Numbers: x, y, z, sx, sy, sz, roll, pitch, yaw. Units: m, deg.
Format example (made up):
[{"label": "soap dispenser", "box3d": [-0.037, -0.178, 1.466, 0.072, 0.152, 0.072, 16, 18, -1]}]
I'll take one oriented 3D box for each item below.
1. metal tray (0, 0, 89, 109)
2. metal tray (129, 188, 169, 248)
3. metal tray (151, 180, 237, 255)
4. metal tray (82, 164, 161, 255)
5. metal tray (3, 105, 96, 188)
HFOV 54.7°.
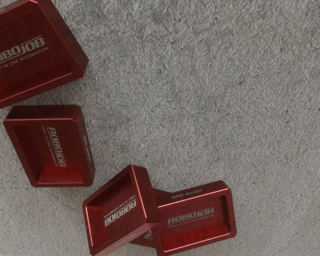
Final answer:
[{"label": "metal tray", "box3d": [-0.157, -0.078, 0.335, 0.130, 0.030, 0.090, -18, 128, 14]}, {"label": "metal tray", "box3d": [-0.007, 0.162, 0.542, 0.091, 0.030, 0.129, 18, 128, -15]}, {"label": "metal tray", "box3d": [0.050, 0.142, 0.485, 0.131, 0.030, 0.089, -13, 108, -6]}, {"label": "metal tray", "box3d": [-0.063, 0.125, 0.467, 0.030, 0.090, 0.130, 19, 131, -44]}, {"label": "metal tray", "box3d": [-0.145, 0.029, 0.426, 0.091, 0.030, 0.129, -1, 130, 1]}]
